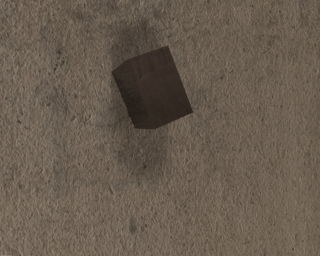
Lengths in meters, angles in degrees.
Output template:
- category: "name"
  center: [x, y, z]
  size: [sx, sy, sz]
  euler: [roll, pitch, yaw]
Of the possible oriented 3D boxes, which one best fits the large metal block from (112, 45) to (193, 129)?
- category: "large metal block"
  center: [-0.012, -0.045, 0.376]
  size: [0.050, 0.080, 0.080]
  euler: [-24, 99, -19]
